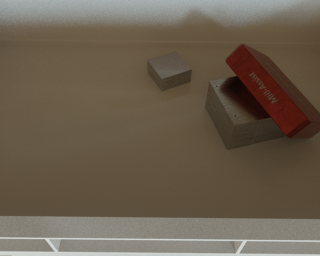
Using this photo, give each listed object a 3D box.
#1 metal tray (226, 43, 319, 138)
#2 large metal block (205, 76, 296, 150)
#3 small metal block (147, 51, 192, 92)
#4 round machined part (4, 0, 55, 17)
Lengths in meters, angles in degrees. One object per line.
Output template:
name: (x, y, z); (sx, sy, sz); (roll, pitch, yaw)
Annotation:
metal tray: (0.150, -0.046, 0.397); (0.091, 0.030, 0.130); (2, 49, -50)
large metal block: (0.115, -0.025, 0.411); (0.081, 0.050, 0.080); (-12, 51, -10)
small metal block: (0.014, -0.088, 0.480); (0.050, 0.025, 0.050); (-21, 53, -17)
round machined part: (-0.253, -0.255, 0.608); (0.099, 0.042, 0.098); (0, 50, 0)
